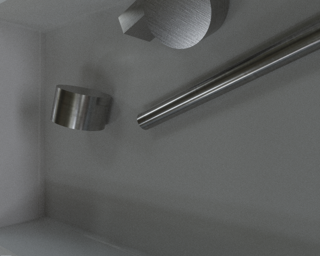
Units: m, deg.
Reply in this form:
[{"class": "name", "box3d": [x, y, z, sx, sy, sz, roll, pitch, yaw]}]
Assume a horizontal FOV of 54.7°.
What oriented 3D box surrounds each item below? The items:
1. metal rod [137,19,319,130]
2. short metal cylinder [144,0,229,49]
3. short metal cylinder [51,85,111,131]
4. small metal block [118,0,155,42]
[{"class": "metal rod", "box3d": [0.087, -0.059, 0.333, 0.299, 0.025, 0.025, -25, 75, 37]}, {"class": "short metal cylinder", "box3d": [0.029, -0.134, 0.344, 0.080, 0.050, 0.079, 17, 127, 25]}, {"class": "short metal cylinder", "box3d": [-0.118, -0.031, 0.466, 0.080, 0.081, 0.050, 22, 104, 37]}, {"class": "small metal block", "box3d": [-0.016, -0.142, 0.402, 0.050, 0.050, 0.025, -30, 72, 36]}]
